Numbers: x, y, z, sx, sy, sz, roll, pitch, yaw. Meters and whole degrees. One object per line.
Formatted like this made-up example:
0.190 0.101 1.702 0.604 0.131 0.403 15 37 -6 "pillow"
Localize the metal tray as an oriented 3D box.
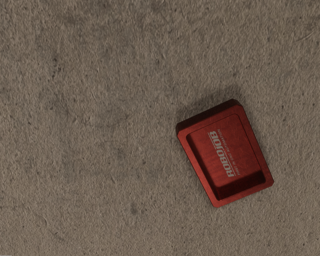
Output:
0.088 0.037 0.421 0.090 0.030 0.130 -25 109 8 "metal tray"
